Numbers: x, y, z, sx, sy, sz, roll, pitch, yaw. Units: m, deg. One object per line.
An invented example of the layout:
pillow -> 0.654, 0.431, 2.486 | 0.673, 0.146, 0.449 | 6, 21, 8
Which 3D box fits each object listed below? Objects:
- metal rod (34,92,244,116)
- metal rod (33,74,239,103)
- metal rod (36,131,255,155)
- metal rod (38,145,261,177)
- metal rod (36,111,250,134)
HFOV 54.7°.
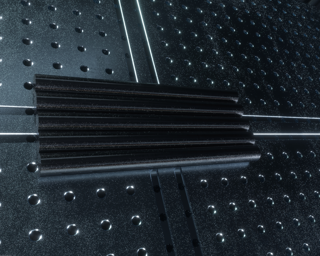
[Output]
metal rod -> -0.008, -0.028, 0.422 | 0.303, 0.025, 0.025 | 0, 62, -28
metal rod -> -0.014, -0.050, 0.433 | 0.303, 0.025, 0.025 | 0, 62, -28
metal rod -> 0.003, 0.017, 0.401 | 0.303, 0.025, 0.025 | 0, 62, -28
metal rod -> 0.009, 0.038, 0.391 | 0.303, 0.025, 0.025 | 0, 62, -29
metal rod -> -0.002, -0.005, 0.411 | 0.303, 0.025, 0.025 | 0, 62, -28
